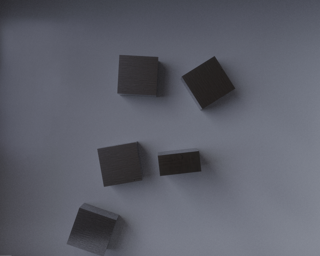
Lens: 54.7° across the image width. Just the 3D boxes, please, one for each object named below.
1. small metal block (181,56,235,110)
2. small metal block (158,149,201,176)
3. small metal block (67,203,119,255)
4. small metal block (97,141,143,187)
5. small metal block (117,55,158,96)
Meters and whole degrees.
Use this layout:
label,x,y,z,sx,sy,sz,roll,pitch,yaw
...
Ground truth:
label,x,y,z,sx,sy,sz,roll,pitch,yaw
small metal block,0.063,-0.059,0.412,0.050,0.025,0.050,-32,90,0
small metal block,0.024,0.043,0.399,0.050,0.050,0.025,-6,90,0
small metal block,-0.088,0.134,0.411,0.050,0.025,0.050,19,90,0
small metal block,-0.052,0.047,0.411,0.050,0.025,0.050,-10,90,0
small metal block,-0.029,-0.068,0.411,0.050,0.025,0.050,3,90,0
